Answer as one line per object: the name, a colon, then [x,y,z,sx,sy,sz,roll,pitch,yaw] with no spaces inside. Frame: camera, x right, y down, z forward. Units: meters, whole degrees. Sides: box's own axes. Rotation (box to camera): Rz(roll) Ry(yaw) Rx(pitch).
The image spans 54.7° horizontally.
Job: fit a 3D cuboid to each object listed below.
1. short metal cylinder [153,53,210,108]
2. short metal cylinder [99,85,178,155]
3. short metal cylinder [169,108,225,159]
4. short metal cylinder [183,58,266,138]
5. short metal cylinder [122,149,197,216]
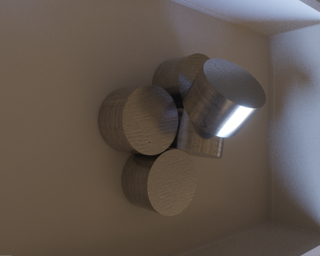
short metal cylinder: [0.038,-0.057,0.422,0.081,0.050,0.079,0,90,-40]
short metal cylinder: [-0.025,-0.009,0.369,0.081,0.050,0.079,0,90,-40]
short metal cylinder: [0.045,0.009,0.409,0.081,0.080,0.050,17,79,-39]
short metal cylinder: [0.074,-0.036,0.361,0.081,0.050,0.080,17,44,-17]
short metal cylinder: [0.000,0.065,0.390,0.081,0.050,0.079,0,90,-40]
